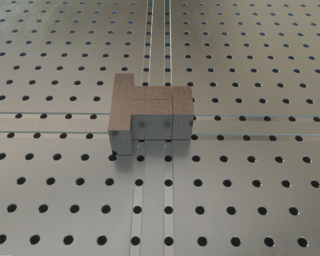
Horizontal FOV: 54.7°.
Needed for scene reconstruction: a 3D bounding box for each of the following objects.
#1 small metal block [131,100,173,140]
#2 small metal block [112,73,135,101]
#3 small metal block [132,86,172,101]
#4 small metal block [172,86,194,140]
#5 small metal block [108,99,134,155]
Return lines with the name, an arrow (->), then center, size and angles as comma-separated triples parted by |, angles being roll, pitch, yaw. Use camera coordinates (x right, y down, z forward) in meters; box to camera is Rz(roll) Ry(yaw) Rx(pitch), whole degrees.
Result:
small metal block -> -0.010, -0.010, 0.399 | 0.050, 0.050, 0.025 | 0, 50, -1
small metal block -> -0.048, -0.039, 0.423 | 0.025, 0.050, 0.050 | 0, 50, 0
small metal block -> -0.010, -0.029, 0.415 | 0.050, 0.050, 0.025 | 0, 50, -1
small metal block -> 0.028, -0.020, 0.407 | 0.025, 0.050, 0.050 | 0, 50, 0
small metal block -> -0.048, -0.001, 0.390 | 0.025, 0.050, 0.050 | 0, 50, 0
